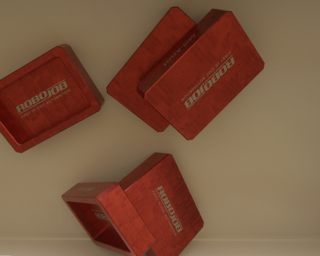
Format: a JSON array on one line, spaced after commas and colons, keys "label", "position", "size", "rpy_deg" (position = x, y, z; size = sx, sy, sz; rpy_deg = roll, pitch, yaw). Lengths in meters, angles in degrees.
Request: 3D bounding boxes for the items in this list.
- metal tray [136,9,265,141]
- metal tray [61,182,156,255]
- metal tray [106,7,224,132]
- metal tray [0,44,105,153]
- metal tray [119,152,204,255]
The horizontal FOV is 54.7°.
[{"label": "metal tray", "position": [0.049, -0.059, 0.360], "size": [0.130, 0.030, 0.090], "rpy_deg": [-45, 123, 2]}, {"label": "metal tray", "position": [-0.071, 0.115, 0.400], "size": [0.030, 0.130, 0.090], "rpy_deg": [-38, 103, -34]}, {"label": "metal tray", "position": [0.008, -0.070, 0.383], "size": [0.090, 0.030, 0.130], "rpy_deg": [38, 105, -14]}, {"label": "metal tray", "position": [-0.150, -0.036, 0.393], "size": [0.130, 0.030, 0.090], "rpy_deg": [-28, 108, 9]}, {"label": "metal tray", "position": [0.001, 0.110, 0.420], "size": [0.091, 0.030, 0.129], "rpy_deg": [-38, 113, -33]}]
